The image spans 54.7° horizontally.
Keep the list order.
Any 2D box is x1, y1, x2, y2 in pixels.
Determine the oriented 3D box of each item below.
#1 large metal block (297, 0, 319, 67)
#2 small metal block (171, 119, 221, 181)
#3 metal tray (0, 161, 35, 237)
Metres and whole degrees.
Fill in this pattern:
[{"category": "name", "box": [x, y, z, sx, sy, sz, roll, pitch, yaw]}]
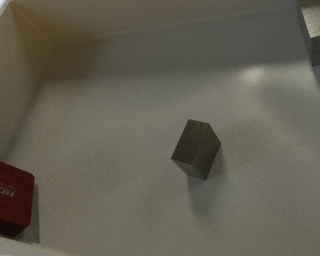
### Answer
[{"category": "large metal block", "box": [0.209, -0.127, 0.358, 0.080, 0.050, 0.080, -12, 57, 21]}, {"category": "small metal block", "box": [0.042, 0.026, 0.351, 0.025, 0.050, 0.050, 14, 69, 33]}, {"category": "metal tray", "box": [-0.231, 0.079, 0.398, 0.030, 0.130, 0.090, -41, 39, 19]}]
